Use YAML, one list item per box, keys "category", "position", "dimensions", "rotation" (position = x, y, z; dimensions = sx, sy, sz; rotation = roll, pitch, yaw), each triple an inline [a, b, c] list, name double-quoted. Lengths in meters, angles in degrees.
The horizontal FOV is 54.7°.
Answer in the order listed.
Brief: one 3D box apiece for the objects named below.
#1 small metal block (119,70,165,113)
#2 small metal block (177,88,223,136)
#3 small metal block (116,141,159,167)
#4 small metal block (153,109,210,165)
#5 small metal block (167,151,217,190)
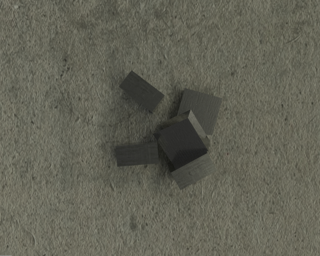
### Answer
- category: "small metal block"
  position: [-0.022, -0.045, 0.397]
  dimensions: [0.050, 0.050, 0.025]
  rotation: [37, 90, 0]
- category: "small metal block"
  position: [0.050, -0.021, 0.410]
  dimensions: [0.050, 0.025, 0.050]
  rotation: [16, 90, 0]
- category: "small metal block"
  position: [-0.027, 0.032, 0.397]
  dimensions: [0.050, 0.050, 0.025]
  rotation: [-5, 90, 0]
- category: "small metal block"
  position: [0.028, 0.012, 0.389]
  dimensions: [0.050, 0.025, 0.050]
  rotation: [-25, 109, 24]
- category: "small metal block"
  position: [0.039, 0.050, 0.396]
  dimensions: [0.050, 0.050, 0.025]
  rotation: [-28, 98, 0]
